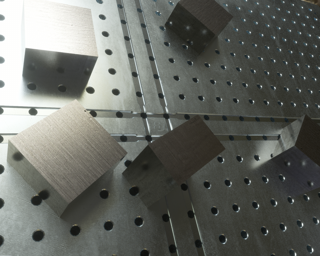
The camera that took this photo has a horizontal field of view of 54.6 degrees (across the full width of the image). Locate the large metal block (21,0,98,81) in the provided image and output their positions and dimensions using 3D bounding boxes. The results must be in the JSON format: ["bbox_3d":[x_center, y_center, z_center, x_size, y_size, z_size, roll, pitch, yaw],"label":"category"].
[{"bbox_3d":[-0.128,-0.110,0.390,0.081,0.050,0.080,1,61,-28],"label":"large metal block"}]

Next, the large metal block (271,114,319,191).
[{"bbox_3d":[0.235,0.039,0.494,0.080,0.050,0.080,40,51,-1],"label":"large metal block"}]

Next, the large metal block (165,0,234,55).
[{"bbox_3d":[0.069,-0.188,0.544,0.080,0.050,0.080,41,51,0],"label":"large metal block"}]

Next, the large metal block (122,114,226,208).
[{"bbox_3d":[0.014,0.039,0.357,0.081,0.080,0.050,-30,79,-38],"label":"large metal block"}]

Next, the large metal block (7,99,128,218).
[{"bbox_3d":[-0.096,0.030,0.322,0.080,0.050,0.080,46,51,4],"label":"large metal block"}]
